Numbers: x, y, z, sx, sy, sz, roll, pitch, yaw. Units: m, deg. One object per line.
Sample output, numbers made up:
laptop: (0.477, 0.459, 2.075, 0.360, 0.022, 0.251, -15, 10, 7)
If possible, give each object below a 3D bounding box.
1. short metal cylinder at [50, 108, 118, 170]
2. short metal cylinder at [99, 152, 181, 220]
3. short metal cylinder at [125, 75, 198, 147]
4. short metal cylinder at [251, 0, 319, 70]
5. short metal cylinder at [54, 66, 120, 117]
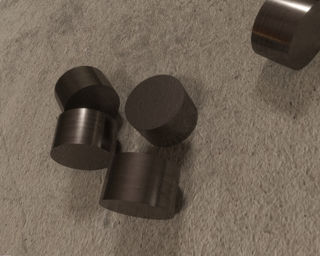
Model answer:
short metal cylinder: (-0.098, 0.017, 0.408, 0.080, 0.080, 0.050, -13, 57, 21)
short metal cylinder: (-0.021, 0.065, 0.338, 0.080, 0.080, 0.050, -3, 60, 26)
short metal cylinder: (0.002, -0.022, 0.399, 0.080, 0.050, 0.080, -13, 56, 20)
short metal cylinder: (0.153, -0.114, 0.358, 0.080, 0.080, 0.050, -47, 52, -5)
short metal cylinder: (-0.105, -0.042, 0.448, 0.080, 0.080, 0.050, -39, 51, 2)
